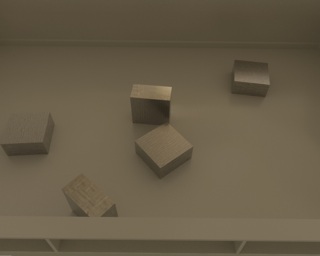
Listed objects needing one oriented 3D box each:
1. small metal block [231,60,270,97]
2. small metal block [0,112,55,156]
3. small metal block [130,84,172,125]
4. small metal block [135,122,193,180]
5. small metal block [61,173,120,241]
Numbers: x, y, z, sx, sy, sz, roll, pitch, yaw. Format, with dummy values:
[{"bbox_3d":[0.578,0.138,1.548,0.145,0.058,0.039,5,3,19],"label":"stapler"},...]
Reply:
[{"bbox_3d":[0.137,-0.076,0.471,0.050,0.025,0.050,7,50,5],"label":"small metal block"},{"bbox_3d":[-0.168,0.007,0.397,0.050,0.025,0.050,-2,50,-3],"label":"small metal block"},{"bbox_3d":[-0.011,-0.030,0.414,0.050,0.050,0.025,5,50,4],"label":"small metal block"},{"bbox_3d":[0.004,0.027,0.383,0.050,0.025,0.050,-31,57,-24],"label":"small metal block"},{"bbox_3d":[-0.070,0.082,0.319,0.050,0.050,0.025,35,58,25],"label":"small metal block"}]
